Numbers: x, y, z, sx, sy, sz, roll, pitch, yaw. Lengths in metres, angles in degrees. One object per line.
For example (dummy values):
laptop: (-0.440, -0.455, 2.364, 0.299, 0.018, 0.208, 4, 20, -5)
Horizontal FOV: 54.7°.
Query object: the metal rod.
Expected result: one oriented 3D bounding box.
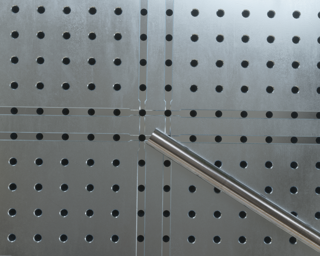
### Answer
metal rod: (0.115, 0.091, 0.414, 0.301, 0.025, 0.025, 32, 90, -1)
